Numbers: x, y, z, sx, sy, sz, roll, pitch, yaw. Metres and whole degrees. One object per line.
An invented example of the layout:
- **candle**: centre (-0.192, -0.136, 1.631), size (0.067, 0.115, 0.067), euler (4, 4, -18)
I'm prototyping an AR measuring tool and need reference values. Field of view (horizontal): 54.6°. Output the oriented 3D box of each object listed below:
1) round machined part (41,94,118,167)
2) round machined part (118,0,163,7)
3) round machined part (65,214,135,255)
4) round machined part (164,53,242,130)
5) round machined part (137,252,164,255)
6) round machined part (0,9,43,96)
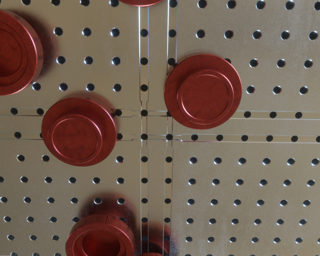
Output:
- **round machined part**: centre (-0.107, 0.008, 0.406), size (0.099, 0.042, 0.097), euler (0, 110, 0)
- **round machined part**: centre (-0.021, -0.184, 0.336), size (0.099, 0.042, 0.097), euler (0, 110, 0)
- **round machined part**: centre (-0.087, 0.170, 0.466), size (0.099, 0.042, 0.097), euler (0, 110, 0)
- **round machined part**: centre (0.054, -0.043, 0.389), size (0.099, 0.042, 0.097), euler (0, 110, 0)
- **round machined part**: centre (-0.017, 0.234, 0.483), size (0.099, 0.042, 0.097), euler (-5, 120, -8)
- **round machined part**: centre (-0.188, -0.091, 0.369), size (0.099, 0.042, 0.097), euler (0, 110, 0)
